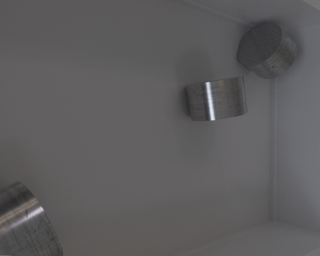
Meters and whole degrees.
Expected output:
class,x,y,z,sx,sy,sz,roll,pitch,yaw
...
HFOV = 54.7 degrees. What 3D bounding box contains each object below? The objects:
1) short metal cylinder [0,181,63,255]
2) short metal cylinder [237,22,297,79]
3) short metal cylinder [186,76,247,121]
class,x,y,z,sx,sy,sz,roll,pitch,yaw
short metal cylinder,-0.127,0.093,0.264,0.050,0.080,0.080,-29,109,-36
short metal cylinder,0.179,-0.129,0.520,0.050,0.080,0.080,25,74,-37
short metal cylinder,0.080,-0.042,0.437,0.081,0.080,0.050,-16,100,-39
